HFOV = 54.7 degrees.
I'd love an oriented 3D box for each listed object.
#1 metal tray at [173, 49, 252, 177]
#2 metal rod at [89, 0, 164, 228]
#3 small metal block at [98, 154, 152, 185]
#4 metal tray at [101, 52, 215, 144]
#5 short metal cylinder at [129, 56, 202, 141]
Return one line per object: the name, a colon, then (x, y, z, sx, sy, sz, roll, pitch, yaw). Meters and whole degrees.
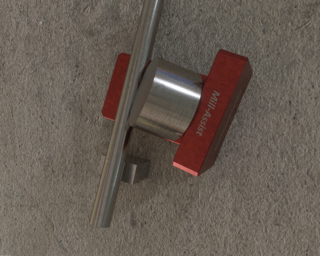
metal tray: (0.063, -0.015, 0.353, 0.030, 0.090, 0.129, 24, 98, 18)
metal rod: (-0.038, -0.030, 0.381, 0.025, 0.025, 0.298, 11, 85, 19)
small metal block: (-0.046, 0.052, 0.412, 0.050, 0.050, 0.025, 14, 95, 19)
metal tray: (-0.004, -0.039, 0.408, 0.130, 0.030, 0.089, 19, 96, 18)
short metal cylinder: (0.004, -0.031, 0.340, 0.050, 0.080, 0.080, 20, 98, -15)
